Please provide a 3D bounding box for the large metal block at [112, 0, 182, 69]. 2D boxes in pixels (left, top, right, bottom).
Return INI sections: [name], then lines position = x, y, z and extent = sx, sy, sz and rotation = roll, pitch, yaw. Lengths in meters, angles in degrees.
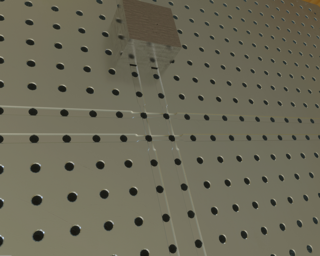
[large metal block]
position = -0.022, -0.141, 0.466
extent = 0.081, 0.050, 0.080
rotation = 2, 61, -27
